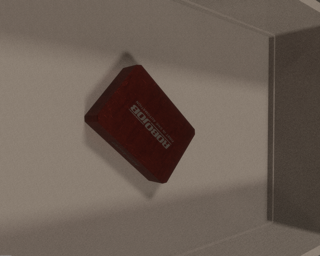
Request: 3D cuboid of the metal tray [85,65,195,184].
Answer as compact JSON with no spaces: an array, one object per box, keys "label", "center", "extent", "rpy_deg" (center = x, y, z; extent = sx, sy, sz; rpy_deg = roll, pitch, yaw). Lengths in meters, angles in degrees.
[{"label":"metal tray","center":[-0.019,-0.003,0.390],"extent":[0.130,0.030,0.090],"rpy_deg":[48,61,-30]}]
